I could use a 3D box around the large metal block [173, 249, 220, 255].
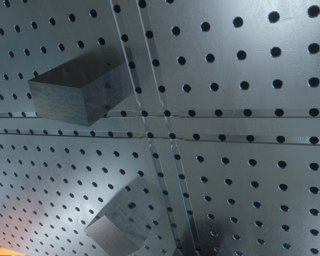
[{"bbox_3d":[0.053,0.248,0.501,0.080,0.080,0.050,-9,114,32],"label":"large metal block"}]

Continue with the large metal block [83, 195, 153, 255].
[{"bbox_3d":[-0.073,0.177,0.544,0.080,0.050,0.080,45,129,-3],"label":"large metal block"}]

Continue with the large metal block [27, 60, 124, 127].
[{"bbox_3d":[-0.105,-0.048,0.402,0.080,0.080,0.050,10,123,23],"label":"large metal block"}]
